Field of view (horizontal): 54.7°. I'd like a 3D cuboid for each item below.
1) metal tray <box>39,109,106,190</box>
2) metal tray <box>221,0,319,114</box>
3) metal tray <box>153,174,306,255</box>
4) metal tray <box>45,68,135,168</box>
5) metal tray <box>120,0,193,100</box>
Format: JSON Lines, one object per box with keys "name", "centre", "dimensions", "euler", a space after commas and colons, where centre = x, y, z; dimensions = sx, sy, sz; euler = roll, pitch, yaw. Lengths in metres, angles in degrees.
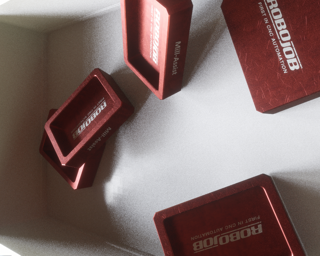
{"name": "metal tray", "centre": [-0.154, 0.033, 0.530], "dimensions": [0.130, 0.030, 0.089], "euler": [33, 110, 35]}
{"name": "metal tray", "centre": [0.122, -0.088, 0.303], "dimensions": [0.090, 0.030, 0.129], "euler": [-24, 75, 37]}
{"name": "metal tray", "centre": [0.067, 0.111, 0.319], "dimensions": [0.130, 0.030, 0.090], "euler": [-24, 74, 16]}
{"name": "metal tray", "centre": [-0.109, -0.015, 0.465], "dimensions": [0.130, 0.030, 0.090], "euler": [-45, 57, 12]}
{"name": "metal tray", "centre": [-0.009, -0.106, 0.363], "dimensions": [0.090, 0.030, 0.129], "euler": [48, 155, 27]}
